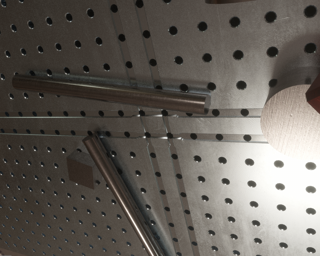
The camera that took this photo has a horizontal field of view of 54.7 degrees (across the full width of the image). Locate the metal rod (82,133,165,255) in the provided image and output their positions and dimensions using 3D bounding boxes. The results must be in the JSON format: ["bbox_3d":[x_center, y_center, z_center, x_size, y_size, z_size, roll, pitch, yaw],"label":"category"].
[{"bbox_3d":[-0.047,0.142,0.521,0.025,0.025,0.299,-13,112,33],"label":"metal rod"}]

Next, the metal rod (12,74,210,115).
[{"bbox_3d":[-0.082,-0.049,0.421,0.301,0.025,0.025,9,122,23],"label":"metal rod"}]

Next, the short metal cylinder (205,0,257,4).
[{"bbox_3d":[0.075,-0.135,0.252,0.080,0.080,0.050,4,120,26],"label":"short metal cylinder"}]

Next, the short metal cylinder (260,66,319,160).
[{"bbox_3d":[0.146,-0.015,0.309,0.080,0.050,0.079,13,124,20],"label":"short metal cylinder"}]

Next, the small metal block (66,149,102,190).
[{"bbox_3d":[-0.126,0.069,0.518,0.050,0.025,0.050,16,125,18],"label":"small metal block"}]

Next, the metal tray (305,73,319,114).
[{"bbox_3d":[0.193,-0.013,0.256,0.130,0.090,0.030,44,156,-3],"label":"metal tray"}]
